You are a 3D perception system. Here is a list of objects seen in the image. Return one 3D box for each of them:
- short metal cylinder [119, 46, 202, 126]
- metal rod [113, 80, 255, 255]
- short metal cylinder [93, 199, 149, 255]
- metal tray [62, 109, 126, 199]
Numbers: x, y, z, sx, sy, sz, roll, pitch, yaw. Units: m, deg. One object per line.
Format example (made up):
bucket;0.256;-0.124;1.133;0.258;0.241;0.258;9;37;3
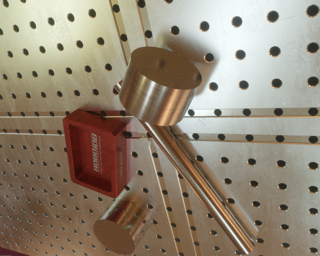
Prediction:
short metal cylinder;0.000;-0.048;0.346;0.080;0.080;0.050;31;128;8
metal rod;0.038;0.057;0.426;0.025;0.025;0.299;-29;103;37
short metal cylinder;-0.067;0.171;0.536;0.080;0.050;0.079;13;124;21
metal tray;-0.100;0.042;0.486;0.090;0.030;0.129;16;125;18
